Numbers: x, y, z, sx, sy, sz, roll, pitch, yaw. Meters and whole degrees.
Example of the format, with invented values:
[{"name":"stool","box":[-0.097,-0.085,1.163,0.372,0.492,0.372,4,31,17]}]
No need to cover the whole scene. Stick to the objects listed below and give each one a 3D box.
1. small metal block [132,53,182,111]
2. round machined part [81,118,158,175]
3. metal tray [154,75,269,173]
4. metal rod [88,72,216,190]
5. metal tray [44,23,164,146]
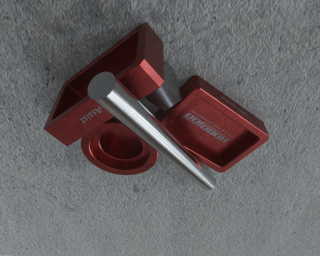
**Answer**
[{"name":"small metal block","box":[-0.006,-0.054,0.340,0.025,0.050,0.050,-34,137,28]},{"name":"round machined part","box":[-0.049,0.015,0.405,0.099,0.042,0.097,4,134,4]},{"name":"metal tray","box":[0.065,0.000,0.407,0.131,0.030,0.090,31,124,-24]},{"name":"metal rod","box":[0.016,0.026,0.361,0.025,0.025,0.300,-21,149,16]},{"name":"metal tray","box":[-0.057,-0.046,0.325,0.130,0.090,0.030,-30,124,22]}]
